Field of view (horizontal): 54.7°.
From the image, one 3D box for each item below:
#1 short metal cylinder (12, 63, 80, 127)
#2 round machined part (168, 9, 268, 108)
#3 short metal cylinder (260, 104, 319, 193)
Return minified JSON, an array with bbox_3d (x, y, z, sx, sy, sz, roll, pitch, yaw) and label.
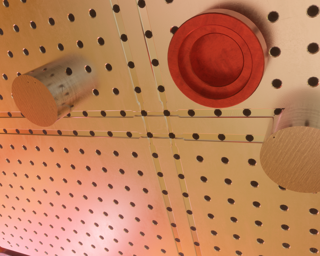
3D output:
[{"bbox_3d":[-0.166,-0.048,0.453,0.080,0.050,0.079,13,124,21],"label":"short metal cylinder"},{"bbox_3d":[0.061,-0.073,0.323,0.098,0.042,0.097,13,124,21],"label":"round machined part"},{"bbox_3d":[0.152,0.021,0.328,0.080,0.050,0.079,13,124,21],"label":"short metal cylinder"}]
